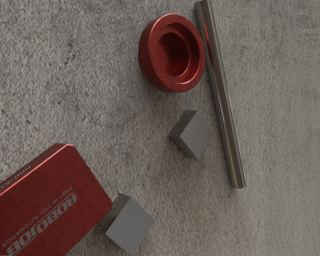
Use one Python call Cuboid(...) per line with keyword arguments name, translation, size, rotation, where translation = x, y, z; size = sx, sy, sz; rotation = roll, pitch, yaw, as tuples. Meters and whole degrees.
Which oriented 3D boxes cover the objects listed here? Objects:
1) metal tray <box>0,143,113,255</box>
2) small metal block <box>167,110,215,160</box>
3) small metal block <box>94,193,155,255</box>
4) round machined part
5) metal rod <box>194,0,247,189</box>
Cuboid(name="metal tray", translation=(-0.120, 0.087, 0.302), size=(0.131, 0.030, 0.090), rotation=(-42, 116, -32))
Cuboid(name="small metal block", translation=(0.046, 0.010, 0.445), size=(0.050, 0.025, 0.050), rotation=(51, 60, -28))
Cuboid(name="small metal block", translation=(-0.041, 0.116, 0.372), size=(0.050, 0.025, 0.050), rotation=(52, 59, -28))
Cuboid(name="round machined part", translation=(0.011, -0.094, 0.405), size=(0.099, 0.042, 0.097), rotation=(0, 90, -40))
Cuboid(name="metal rod", translation=(0.098, -0.045, 0.489), size=(0.025, 0.025, 0.298), rotation=(-23, 105, -38))
